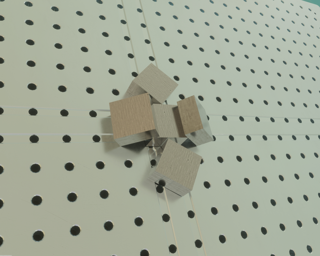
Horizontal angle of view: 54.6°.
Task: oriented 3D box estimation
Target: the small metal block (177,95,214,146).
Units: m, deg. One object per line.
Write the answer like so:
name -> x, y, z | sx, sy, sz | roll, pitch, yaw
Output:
small metal block -> 0.048, -0.009, 0.422 | 0.050, 0.025, 0.050 | 39, 34, -58

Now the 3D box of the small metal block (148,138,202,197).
small metal block -> 0.019, 0.049, 0.387 | 0.050, 0.025, 0.050 | 29, 53, -8

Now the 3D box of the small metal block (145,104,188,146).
small metal block -> 0.004, -0.004, 0.412 | 0.050, 0.025, 0.050 | 1, 60, -28

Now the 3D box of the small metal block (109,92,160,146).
small metal block -> -0.032, -0.010, 0.381 | 0.050, 0.025, 0.050 | -14, 65, 5

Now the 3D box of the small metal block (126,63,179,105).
small metal block -> -0.010, -0.056, 0.437 | 0.050, 0.025, 0.050 | 39, 50, -1
